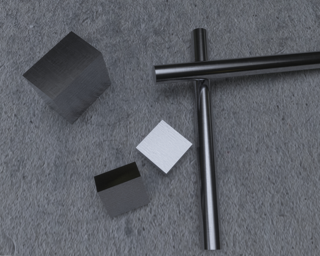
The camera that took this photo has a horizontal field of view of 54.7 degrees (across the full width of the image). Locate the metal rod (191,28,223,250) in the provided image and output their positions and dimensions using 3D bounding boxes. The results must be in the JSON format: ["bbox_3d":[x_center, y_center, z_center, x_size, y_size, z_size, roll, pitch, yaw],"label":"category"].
[{"bbox_3d":[0.059,0.000,0.408,0.025,0.025,0.299,0,70,-1],"label":"metal rod"}]

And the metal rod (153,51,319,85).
[{"bbox_3d":[0.140,-0.086,0.423,0.302,0.025,0.025,-7,70,-10],"label":"metal rod"}]

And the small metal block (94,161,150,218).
[{"bbox_3d":[-0.044,0.073,0.365,0.050,0.050,0.025,-20,40,-7],"label":"small metal block"}]

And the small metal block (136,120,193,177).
[{"bbox_3d":[0.005,0.026,0.399,0.050,0.025,0.050,39,74,13],"label":"small metal block"}]

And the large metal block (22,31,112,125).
[{"bbox_3d":[-0.114,-0.062,0.400,0.050,0.080,0.080,37,74,12],"label":"large metal block"}]
